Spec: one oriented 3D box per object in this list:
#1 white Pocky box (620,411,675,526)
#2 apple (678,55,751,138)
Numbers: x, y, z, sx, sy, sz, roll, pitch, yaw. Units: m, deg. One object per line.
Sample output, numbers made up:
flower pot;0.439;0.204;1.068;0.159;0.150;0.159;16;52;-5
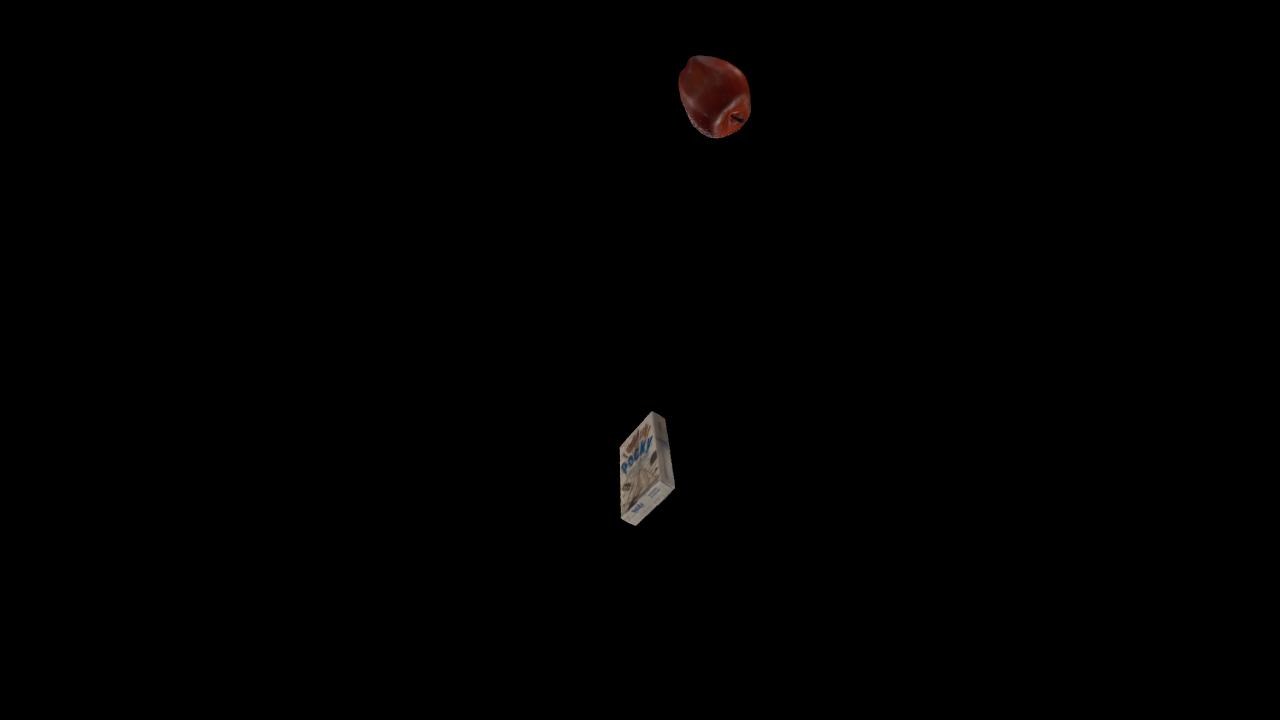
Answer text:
white Pocky box;0.007;0.145;0.843;0.028;0.084;0.154;33;23;-19
apple;0.085;-0.297;0.695;0.079;0.093;0.079;-34;-15;-10
